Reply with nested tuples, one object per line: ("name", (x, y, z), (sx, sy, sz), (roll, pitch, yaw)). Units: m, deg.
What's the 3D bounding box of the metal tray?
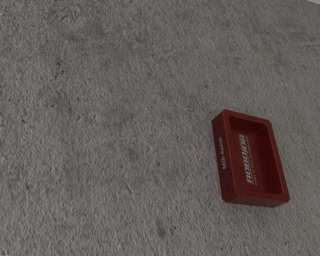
("metal tray", (0.126, 0.042, 0.441), (0.091, 0.030, 0.130), (11, 57, -22))
